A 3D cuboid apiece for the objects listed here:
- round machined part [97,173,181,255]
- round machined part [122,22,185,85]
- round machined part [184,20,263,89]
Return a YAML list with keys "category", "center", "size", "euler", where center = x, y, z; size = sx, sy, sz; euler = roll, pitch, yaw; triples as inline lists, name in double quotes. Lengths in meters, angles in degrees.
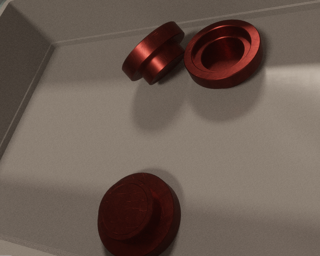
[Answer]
- category: "round machined part"
  center: [-0.030, 0.096, 0.350]
  size: [0.098, 0.042, 0.098]
  euler: [-13, 56, 20]
- category: "round machined part"
  center: [-0.002, -0.097, 0.431]
  size: [0.098, 0.098, 0.042]
  euler: [-41, 89, 0]
- category: "round machined part"
  center: [0.084, -0.091, 0.405]
  size: [0.098, 0.042, 0.098]
  euler: [-13, 56, 20]
